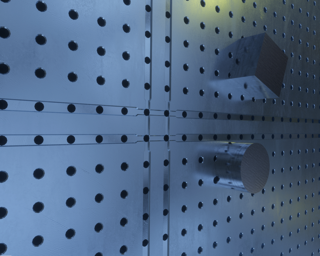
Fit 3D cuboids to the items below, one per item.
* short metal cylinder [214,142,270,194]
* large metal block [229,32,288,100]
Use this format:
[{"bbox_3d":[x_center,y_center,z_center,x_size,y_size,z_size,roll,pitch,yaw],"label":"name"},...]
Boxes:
[{"bbox_3d":[0.135,0.063,0.506,0.081,0.050,0.079,0,90,-40],"label":"short metal cylinder"},{"bbox_3d":[0.172,-0.104,0.537,0.080,0.050,0.080,28,72,-37],"label":"large metal block"}]
